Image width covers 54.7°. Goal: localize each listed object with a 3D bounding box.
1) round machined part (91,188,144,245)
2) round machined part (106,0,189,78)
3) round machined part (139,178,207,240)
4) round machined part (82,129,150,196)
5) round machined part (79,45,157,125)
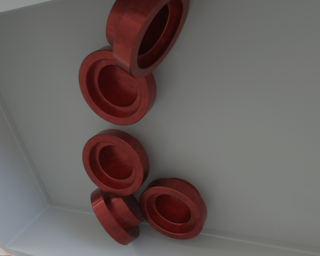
[{"bbox_3d":[-0.060,0.127,0.483,0.042,0.098,0.098,-36,100,2],"label":"round machined part"},{"bbox_3d":[-0.016,-0.102,0.306,0.042,0.099,0.097,35,129,12],"label":"round machined part"},{"bbox_3d":[0.022,0.112,0.454,0.098,0.042,0.097,13,124,20],"label":"round machined part"},{"bbox_3d":[-0.060,0.046,0.450,0.098,0.042,0.097,9,115,21],"label":"round machined part"},{"bbox_3d":[-0.048,-0.056,0.387,0.098,0.042,0.097,13,124,20],"label":"round machined part"}]
